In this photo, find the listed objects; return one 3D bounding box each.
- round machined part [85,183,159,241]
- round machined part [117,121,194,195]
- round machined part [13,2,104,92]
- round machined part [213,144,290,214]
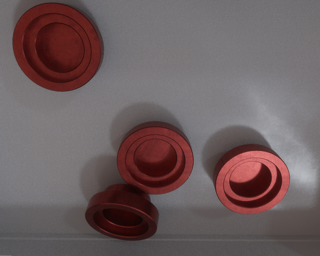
[{"bbox_3d":[-0.050,0.114,0.431,0.099,0.042,0.097,5,135,6],"label":"round machined part"},{"bbox_3d":[-0.006,0.036,0.415,0.099,0.042,0.097,0,110,0],"label":"round machined part"},{"bbox_3d":[-0.115,-0.095,0.366,0.099,0.042,0.097,0,110,0],"label":"round machined part"},{"bbox_3d":[0.122,0.066,0.427,0.099,0.042,0.097,0,110,0],"label":"round machined part"}]
